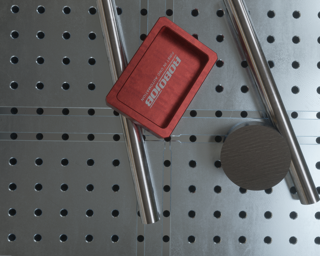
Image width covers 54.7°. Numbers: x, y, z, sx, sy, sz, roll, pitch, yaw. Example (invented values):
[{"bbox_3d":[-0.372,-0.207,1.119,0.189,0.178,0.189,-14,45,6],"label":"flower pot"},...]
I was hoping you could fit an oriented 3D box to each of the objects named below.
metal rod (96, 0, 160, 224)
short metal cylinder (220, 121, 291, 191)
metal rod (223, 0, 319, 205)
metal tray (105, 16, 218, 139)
[{"bbox_3d":[-0.042,-0.022,0.412,0.025,0.025,0.298,-12,90,0],"label":"metal rod"},{"bbox_3d":[0.119,0.033,0.392,0.080,0.050,0.079,2,97,15],"label":"short metal cylinder"},{"bbox_3d":[0.148,-0.041,0.415,0.025,0.025,0.299,-21,90,0],"label":"metal rod"},{"bbox_3d":[0.003,-0.062,0.395,0.090,0.030,0.130,33,81,-9],"label":"metal tray"}]
